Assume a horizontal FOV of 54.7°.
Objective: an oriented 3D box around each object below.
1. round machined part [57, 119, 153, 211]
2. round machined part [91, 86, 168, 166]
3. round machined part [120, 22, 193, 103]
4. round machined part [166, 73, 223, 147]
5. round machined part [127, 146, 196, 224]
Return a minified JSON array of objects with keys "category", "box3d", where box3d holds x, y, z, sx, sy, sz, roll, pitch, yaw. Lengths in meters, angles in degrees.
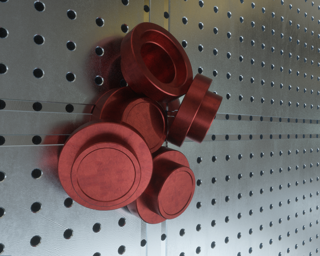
[{"category":"round machined part","box3d":[-0.056,0.042,0.322,0.099,0.042,0.097,-2,103,-10]},{"category":"round machined part","box3d":[-0.029,-0.003,0.374,0.099,0.042,0.097,0,90,-40]},{"category":"round machined part","box3d":[-0.009,-0.075,0.378,0.099,0.042,0.098,23,54,-36]},{"category":"round machined part","box3d":[0.048,-0.018,0.402,0.042,0.098,0.098,25,69,6]},{"category":"round machined part","box3d":[0.007,0.075,0.390,0.099,0.042,0.097,-16,113,-43]}]
